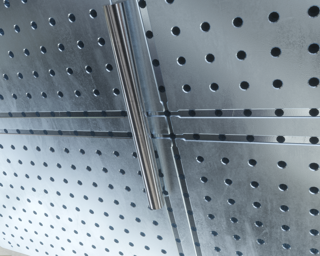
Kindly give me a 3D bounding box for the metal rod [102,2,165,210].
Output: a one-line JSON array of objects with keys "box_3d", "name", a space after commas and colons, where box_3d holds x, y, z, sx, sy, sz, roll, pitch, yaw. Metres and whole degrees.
[{"box_3d": [-0.029, -0.011, 0.420, 0.025, 0.025, 0.298, 4, 120, 26], "name": "metal rod"}]
